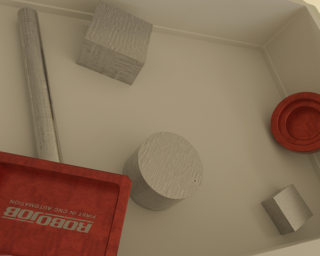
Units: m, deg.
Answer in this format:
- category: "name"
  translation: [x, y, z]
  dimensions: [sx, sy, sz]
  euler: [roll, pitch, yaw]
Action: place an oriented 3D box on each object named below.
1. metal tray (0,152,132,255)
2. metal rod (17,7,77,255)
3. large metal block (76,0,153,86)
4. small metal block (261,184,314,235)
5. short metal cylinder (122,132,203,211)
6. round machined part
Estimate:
- category: "metal tray"
  translation: [-0.098, 0.077, 0.273]
  dimensions: [0.131, 0.030, 0.090]
  euler: [12, 63, -3]
- category: "metal rod"
  translation: [-0.130, -0.016, 0.345]
  dimensions: [0.025, 0.025, 0.299]
  euler: [-4, 63, -30]
- category: "large metal block"
  translation: [-0.061, -0.117, 0.429]
  dimensions: [0.080, 0.050, 0.080]
  euler: [20, 54, -17]
- category: "small metal block"
  translation: [0.179, 0.114, 0.435]
  dimensions: [0.050, 0.025, 0.050]
  euler: [-19, 72, -36]
- category: "short metal cylinder"
  translation: [0.003, 0.051, 0.361]
  dimensions: [0.081, 0.050, 0.080]
  euler: [14, 56, -21]
- category: "round machined part"
  translation: [0.235, -0.006, 0.500]
  dimensions: [0.042, 0.098, 0.098]
  euler: [23, 47, -52]
